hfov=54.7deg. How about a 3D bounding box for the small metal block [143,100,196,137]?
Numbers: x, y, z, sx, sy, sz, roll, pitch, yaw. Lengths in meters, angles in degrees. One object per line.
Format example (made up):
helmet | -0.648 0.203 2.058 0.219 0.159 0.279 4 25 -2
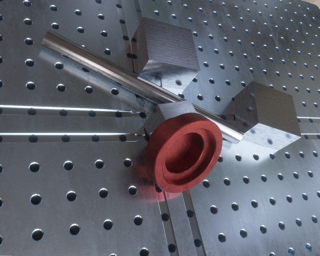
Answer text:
small metal block | 0.013 -0.009 0.404 0.050 0.050 0.025 -10 65 -33

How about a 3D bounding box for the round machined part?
round machined part | 0.024 0.026 0.371 0.099 0.097 0.042 -10 32 -32

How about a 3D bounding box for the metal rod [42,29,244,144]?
metal rod | -0.014 -0.052 0.431 0.301 0.025 0.025 26 53 -12

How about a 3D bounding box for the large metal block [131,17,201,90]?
large metal block | 0.006 -0.109 0.462 0.081 0.050 0.080 6 59 -25

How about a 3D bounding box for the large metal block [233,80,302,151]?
large metal block | 0.169 -0.019 0.494 0.081 0.050 0.080 16 55 -19
